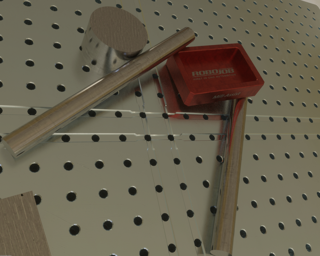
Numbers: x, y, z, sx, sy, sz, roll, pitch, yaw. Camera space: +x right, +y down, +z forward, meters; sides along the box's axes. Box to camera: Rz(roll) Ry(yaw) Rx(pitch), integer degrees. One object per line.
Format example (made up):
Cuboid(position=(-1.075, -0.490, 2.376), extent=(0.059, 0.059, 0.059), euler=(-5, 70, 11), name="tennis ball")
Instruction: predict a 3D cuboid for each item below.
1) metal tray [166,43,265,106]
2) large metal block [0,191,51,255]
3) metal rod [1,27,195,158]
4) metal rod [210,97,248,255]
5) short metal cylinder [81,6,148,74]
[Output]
Cuboid(position=(0.086, -0.086, 0.484), extent=(0.131, 0.030, 0.090), euler=(-10, 62, -22), name="metal tray")
Cuboid(position=(-0.138, 0.107, 0.252), extent=(0.081, 0.050, 0.080), euler=(-12, 68, -33), name="large metal block")
Cuboid(position=(-0.055, -0.061, 0.393), extent=(0.025, 0.025, 0.302), euler=(47, 58, 5), name="metal rod")
Cuboid(position=(0.106, 0.030, 0.446), extent=(0.025, 0.025, 0.300), euler=(26, 52, -12), name="metal rod")
Cuboid(position=(-0.064, -0.121, 0.431), extent=(0.081, 0.050, 0.080), euler=(14, 56, -21), name="short metal cylinder")
